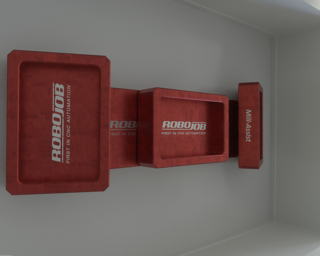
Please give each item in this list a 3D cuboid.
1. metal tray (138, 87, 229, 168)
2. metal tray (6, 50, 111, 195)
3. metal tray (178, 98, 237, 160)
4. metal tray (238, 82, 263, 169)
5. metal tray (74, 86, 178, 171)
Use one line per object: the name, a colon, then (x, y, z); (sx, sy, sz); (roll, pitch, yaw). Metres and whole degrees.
metal tray: (0.034, 0.000, 0.390); (0.131, 0.030, 0.089); (1, 89, -40)
metal tray: (-0.095, -0.005, 0.298); (0.091, 0.030, 0.129); (1, 90, -15)
metal tray: (0.065, 0.001, 0.456); (0.131, 0.030, 0.089); (0, 90, -40)
metal tray: (0.148, -0.004, 0.500); (0.090, 0.030, 0.129); (0, 90, -68)
metal tray: (-0.036, 0.000, 0.373); (0.131, 0.030, 0.089); (0, 90, -40)
